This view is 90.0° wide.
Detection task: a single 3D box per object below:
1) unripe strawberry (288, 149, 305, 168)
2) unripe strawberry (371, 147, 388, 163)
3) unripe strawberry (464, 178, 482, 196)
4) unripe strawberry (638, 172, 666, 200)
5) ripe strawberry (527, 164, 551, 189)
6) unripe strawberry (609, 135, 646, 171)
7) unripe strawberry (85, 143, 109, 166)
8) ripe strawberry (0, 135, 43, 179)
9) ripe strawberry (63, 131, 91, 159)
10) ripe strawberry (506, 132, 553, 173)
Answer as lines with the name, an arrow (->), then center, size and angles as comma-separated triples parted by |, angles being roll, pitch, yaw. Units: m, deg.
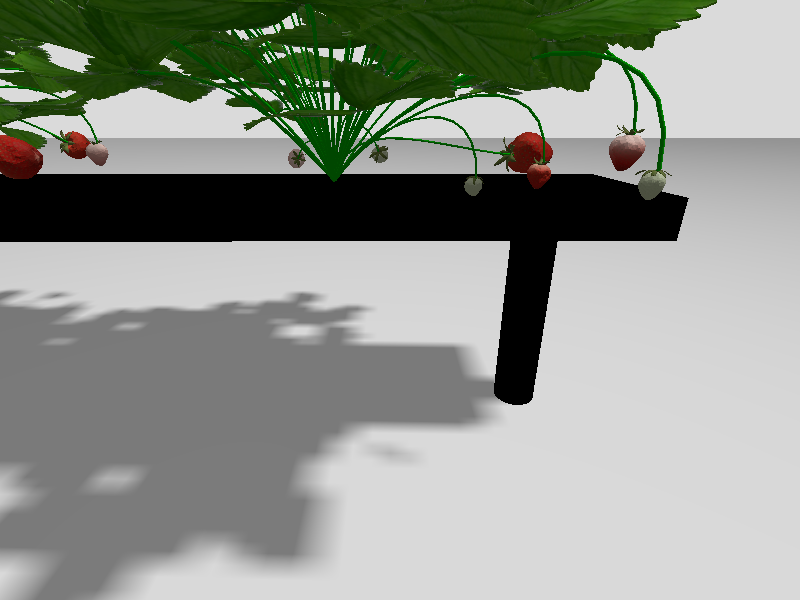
unripe strawberry -> -0.112, -0.152, 0.431 | 0.017, 0.020, 0.019 | -12, 21, -26
unripe strawberry -> -0.024, -0.176, 0.488 | 0.021, 0.019, 0.019 | 4, -3, 10
unripe strawberry -> 0.047, -0.072, 0.256 | 0.011, 0.011, 0.011 | 19, 30, 36
unripe strawberry -> 0.142, -0.064, 0.226 | 0.013, 0.015, 0.015 | 13, 27, 28
ripe strawberry -> 0.096, -0.085, 0.277 | 0.016, 0.016, 0.018 | 9, 25, 20
unripe strawberry -> 0.205, -0.133, 0.363 | 0.030, 0.031, 0.029 | -3, 24, -7
unripe strawberry -> -0.355, -0.171, 0.470 | 0.021, 0.025, 0.025 | -22, 31, -40
ripe strawberry -> -0.324, -0.120, 0.338 | 0.034, 0.035, 0.031 | -1, 23, -3
ripe strawberry -> -0.441, -0.212, 0.550 | 0.031, 0.035, 0.033 | 6, 6, 14
ripe strawberry -> 0.121, -0.136, 0.372 | 0.042, 0.036, 0.042 | -5, 24, -13
